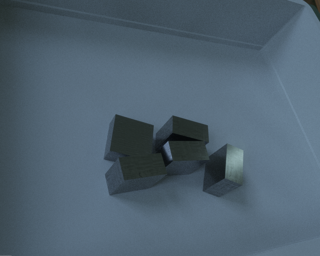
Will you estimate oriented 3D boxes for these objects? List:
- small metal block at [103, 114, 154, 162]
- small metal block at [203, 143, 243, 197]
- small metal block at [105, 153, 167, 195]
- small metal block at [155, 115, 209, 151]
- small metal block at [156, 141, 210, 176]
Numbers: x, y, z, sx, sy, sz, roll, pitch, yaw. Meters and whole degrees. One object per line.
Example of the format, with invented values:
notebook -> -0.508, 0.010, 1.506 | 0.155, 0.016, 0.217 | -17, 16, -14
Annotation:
small metal block -> -0.037, 0.017, 0.377 | 0.050, 0.025, 0.050 | 16, 55, -19
small metal block -> 0.082, 0.056, 0.402 | 0.025, 0.050, 0.050 | 23, 53, -15
small metal block -> -0.028, 0.051, 0.344 | 0.050, 0.050, 0.025 | -3, 64, -30
small metal block -> 0.027, 0.013, 0.398 | 0.050, 0.050, 0.025 | 15, 56, -20
small metal block -> 0.024, 0.038, 0.381 | 0.050, 0.050, 0.025 | 2, 61, -28
